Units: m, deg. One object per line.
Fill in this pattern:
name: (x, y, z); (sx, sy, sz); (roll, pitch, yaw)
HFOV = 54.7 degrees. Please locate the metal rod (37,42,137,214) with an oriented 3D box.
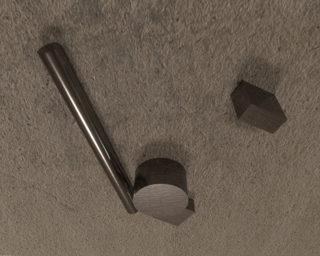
metal rod: (-0.082, 0.024, 0.426); (0.025, 0.025, 0.299); (-12, 130, 9)

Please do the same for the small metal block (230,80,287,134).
small metal block: (0.117, -0.026, 0.371); (0.050, 0.050, 0.025); (20, 127, -17)

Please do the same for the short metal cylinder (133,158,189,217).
short metal cylinder: (0.001, 0.091, 0.468); (0.081, 0.050, 0.079); (0, 130, 0)

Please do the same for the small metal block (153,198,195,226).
small metal block: (0.023, 0.137, 0.524); (0.050, 0.025, 0.050); (26, 126, -21)
